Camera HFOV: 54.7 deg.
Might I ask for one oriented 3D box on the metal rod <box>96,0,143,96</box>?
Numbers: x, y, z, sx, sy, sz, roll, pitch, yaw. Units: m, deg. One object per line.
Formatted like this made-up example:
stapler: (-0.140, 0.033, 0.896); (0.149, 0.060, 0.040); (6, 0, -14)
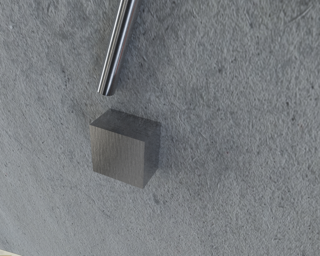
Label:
metal rod: (-0.024, -0.157, 0.320); (0.025, 0.025, 0.298); (31, 128, 8)

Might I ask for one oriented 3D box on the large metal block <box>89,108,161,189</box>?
large metal block: (-0.047, 0.028, 0.431); (0.080, 0.050, 0.079); (16, 125, 18)
